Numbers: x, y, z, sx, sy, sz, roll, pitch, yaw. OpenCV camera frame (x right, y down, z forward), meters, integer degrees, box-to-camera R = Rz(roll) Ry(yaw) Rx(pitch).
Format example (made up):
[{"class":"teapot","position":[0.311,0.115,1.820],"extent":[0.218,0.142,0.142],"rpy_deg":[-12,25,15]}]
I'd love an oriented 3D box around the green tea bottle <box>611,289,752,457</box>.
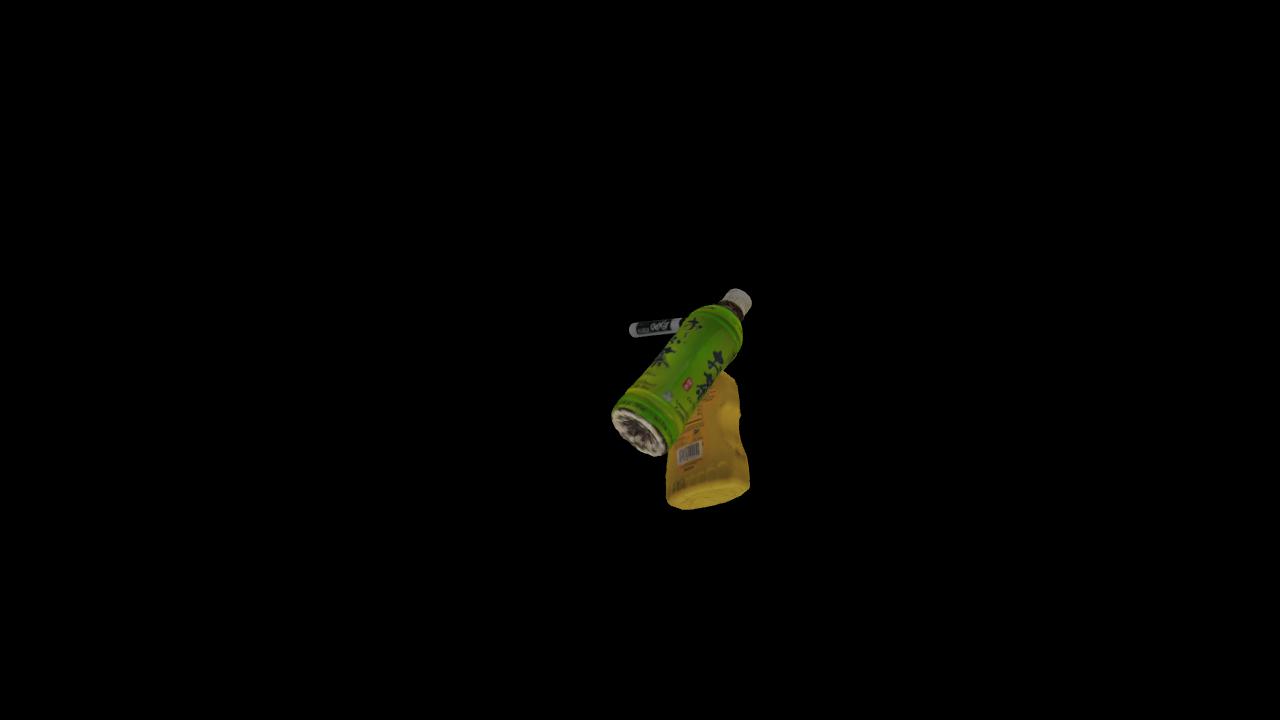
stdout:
[{"class":"green tea bottle","position":[0.054,0.001,0.643],"extent":[0.073,0.073,0.212],"rpy_deg":[0,42,46]}]

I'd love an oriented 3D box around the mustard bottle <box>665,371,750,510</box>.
[{"class":"mustard bottle","position":[0.064,0.056,0.643],"extent":[0.054,0.184,0.092],"rpy_deg":[22,-39,-33]}]

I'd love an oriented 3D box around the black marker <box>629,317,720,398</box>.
[{"class":"black marker","position":[0.030,-0.039,0.733],"extent":[0.020,0.020,0.121],"rpy_deg":[0,-2,-39]}]
